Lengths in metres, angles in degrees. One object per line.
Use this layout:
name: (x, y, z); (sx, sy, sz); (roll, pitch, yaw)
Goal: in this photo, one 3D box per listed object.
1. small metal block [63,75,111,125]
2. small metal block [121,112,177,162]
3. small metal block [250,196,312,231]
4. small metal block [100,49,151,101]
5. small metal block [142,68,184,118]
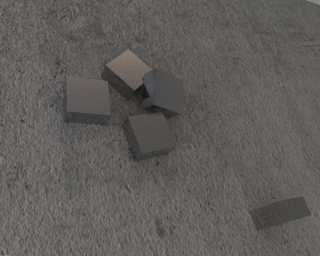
small metal block: (-0.089, -0.033, 0.375); (0.050, 0.025, 0.050); (5, 60, -26)
small metal block: (-0.014, 0.010, 0.390); (0.050, 0.025, 0.050); (-10, 67, -32)
small metal block: (0.156, 0.112, 0.403); (0.050, 0.050, 0.025); (-2, 63, -29)
small metal block: (-0.043, -0.073, 0.425); (0.050, 0.025, 0.050); (42, 51, 0)
small metal block: (0.005, -0.046, 0.417); (0.050, 0.025, 0.050); (16, 70, -40)
